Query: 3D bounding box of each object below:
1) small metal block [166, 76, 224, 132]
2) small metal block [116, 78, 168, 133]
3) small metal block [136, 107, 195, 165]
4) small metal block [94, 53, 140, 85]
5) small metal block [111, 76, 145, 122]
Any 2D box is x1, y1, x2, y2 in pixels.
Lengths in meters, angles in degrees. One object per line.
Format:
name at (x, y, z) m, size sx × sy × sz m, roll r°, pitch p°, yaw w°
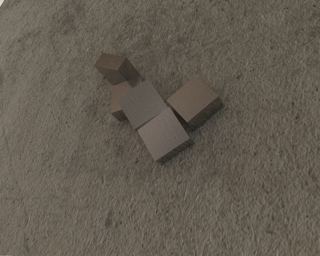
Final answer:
small metal block at (0.045, -0.032, 0.400) m, size 0.050 × 0.025 × 0.050 m, roll -40°, pitch 51°, yaw 0°
small metal block at (-0.021, -0.028, 0.406) m, size 0.050 × 0.025 × 0.050 m, roll -33°, pitch 70°, yaw 1°
small metal block at (0.007, 0.010, 0.387) m, size 0.050 × 0.025 × 0.050 m, roll -34°, pitch 64°, yaw 5°
small metal block at (-0.063, -0.086, 0.474) m, size 0.050 × 0.050 × 0.025 m, roll 18°, pitch 71°, yaw 35°
small metal block at (-0.043, -0.043, 0.453) m, size 0.050 × 0.025 × 0.050 m, roll -17°, pitch 55°, yaw 18°
